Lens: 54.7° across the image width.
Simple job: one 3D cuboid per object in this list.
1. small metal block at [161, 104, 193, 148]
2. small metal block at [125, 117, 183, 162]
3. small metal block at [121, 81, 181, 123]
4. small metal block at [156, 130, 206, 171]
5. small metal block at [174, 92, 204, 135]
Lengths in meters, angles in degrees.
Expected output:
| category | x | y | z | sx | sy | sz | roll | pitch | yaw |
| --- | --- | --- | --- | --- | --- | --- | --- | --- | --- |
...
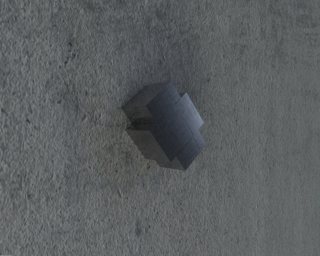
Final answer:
| category | x | y | z | sx | sy | sz | roll | pitch | yaw |
| --- | --- | --- | --- | --- | --- | --- | --- | --- | --- |
| small metal block | 0.007 | -0.002 | 0.397 | 0.025 | 0.050 | 0.050 | -48 | 119 | -30 |
| small metal block | -0.008 | 0.014 | 0.384 | 0.025 | 0.050 | 0.050 | -48 | 119 | -30 |
| small metal block | -0.011 | -0.031 | 0.382 | 0.050 | 0.050 | 0.025 | -47 | 119 | -30 |
| small metal block | 0.024 | 0.028 | 0.412 | 0.050 | 0.050 | 0.025 | -47 | 119 | -30 |
| small metal block | 0.022 | -0.018 | 0.410 | 0.025 | 0.050 | 0.050 | -49 | 119 | -29 |
